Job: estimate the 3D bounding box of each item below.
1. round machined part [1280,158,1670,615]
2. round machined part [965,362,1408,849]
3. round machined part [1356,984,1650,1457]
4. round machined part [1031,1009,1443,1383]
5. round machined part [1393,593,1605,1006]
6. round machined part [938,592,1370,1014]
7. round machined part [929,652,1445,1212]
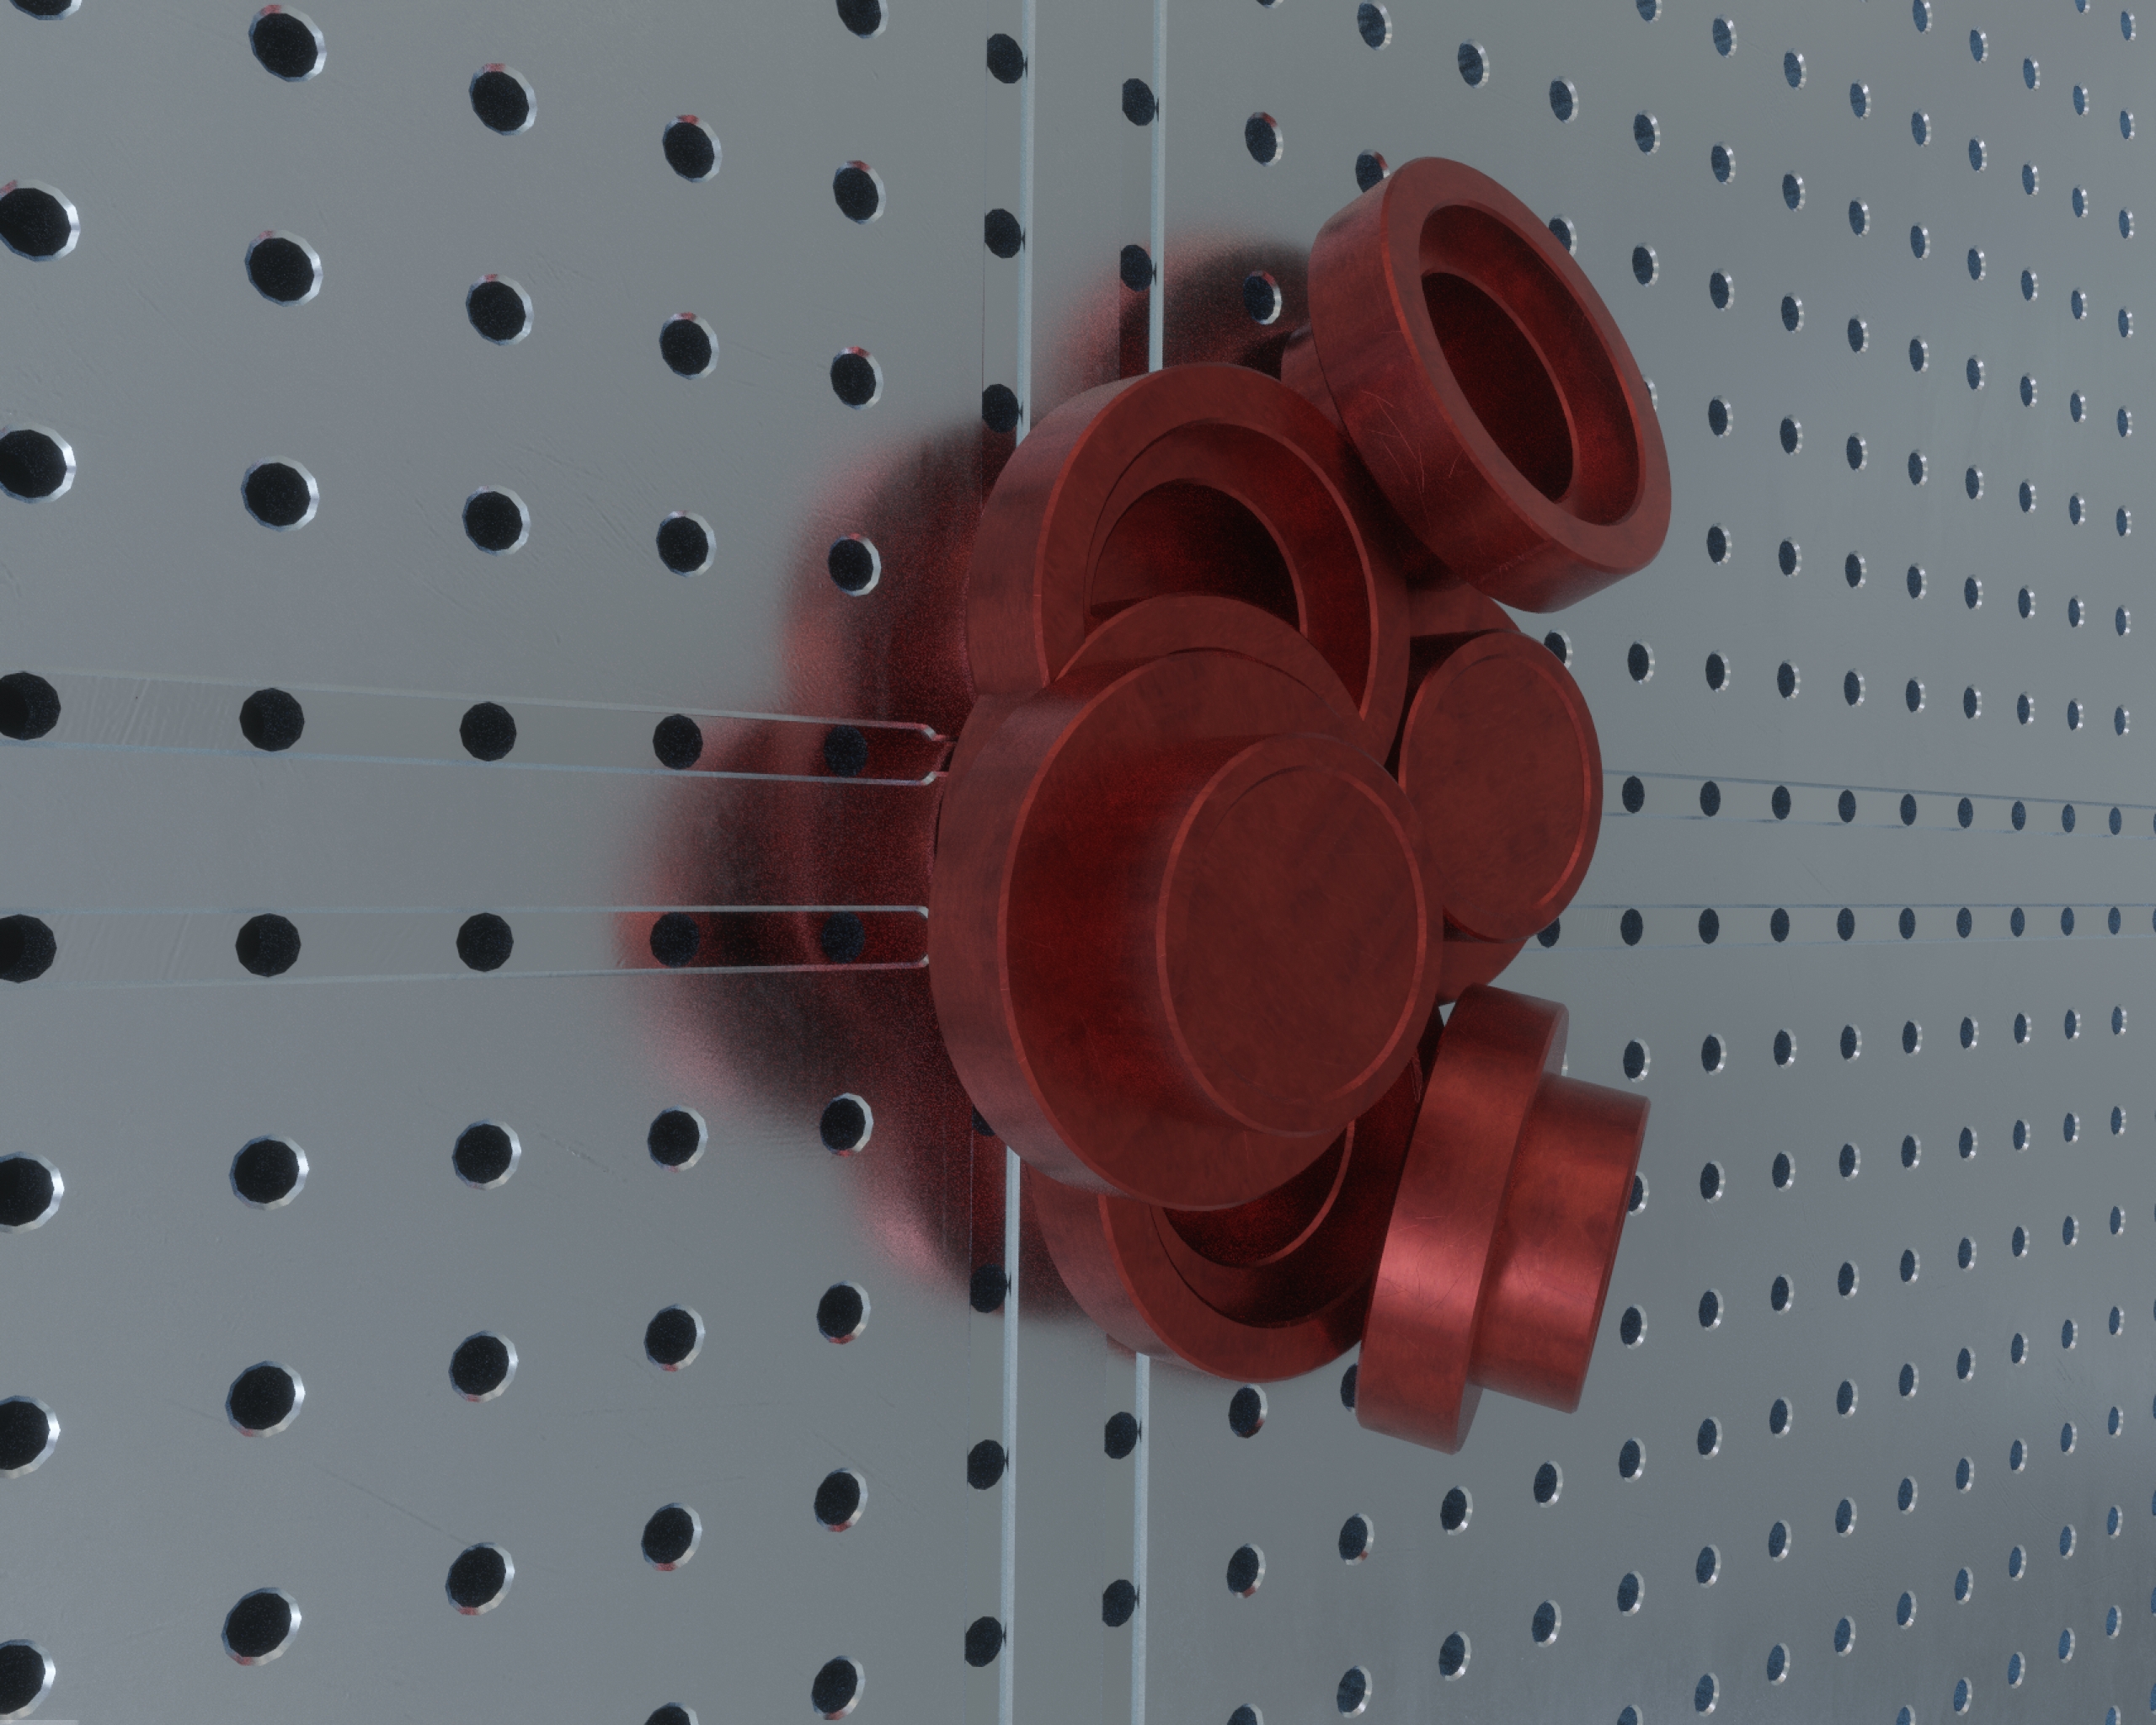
[{"bbox_3d":[0.082,-0.097,0.450,0.098,0.042,0.098,24,53,-36],"label":"round machined part"},{"bbox_3d":[0.017,-0.046,0.411,0.099,0.042,0.097,0,90,-40],"label":"round machined part"},{"bbox_3d":[0.093,0.078,0.443,0.098,0.042,0.098,13,91,-73],"label":"round machined part"},{"bbox_3d":[0.028,0.052,0.420,0.099,0.042,0.097,0,90,-40],"label":"round machined part"},{"bbox_3d":[0.079,-0.016,0.463,0.099,0.042,0.097,0,90,-40],"label":"round machined part"},{"bbox_3d":[0.012,-0.002,0.406,0.099,0.042,0.097,0,90,-40],"label":"round machined part"},{"bbox_3d":[0.026,0.012,0.364,0.099,0.042,0.097,0,90,-40],"label":"round machined part"}]
